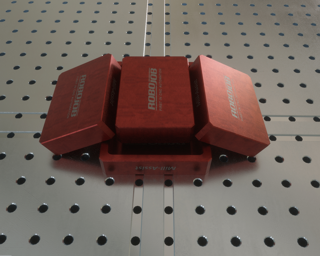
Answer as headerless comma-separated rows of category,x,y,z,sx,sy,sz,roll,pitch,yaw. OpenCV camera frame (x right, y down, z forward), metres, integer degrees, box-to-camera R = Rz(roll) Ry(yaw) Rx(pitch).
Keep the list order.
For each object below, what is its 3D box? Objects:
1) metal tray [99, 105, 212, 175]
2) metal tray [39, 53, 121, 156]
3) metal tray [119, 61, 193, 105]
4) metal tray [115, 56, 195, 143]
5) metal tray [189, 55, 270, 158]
metal tray,-0.005,0.013,0.394,0.131,0.030,0.090,0,50,0
metal tray,-0.100,-0.034,0.408,0.090,0.030,0.130,-17,47,19
metal tray,-0.006,-0.057,0.452,0.131,0.030,0.090,0,50,0
metal tray,-0.006,-0.041,0.399,0.091,0.030,0.130,0,50,-1
metal tray,0.087,-0.032,0.407,0.091,0.030,0.130,18,47,-21
